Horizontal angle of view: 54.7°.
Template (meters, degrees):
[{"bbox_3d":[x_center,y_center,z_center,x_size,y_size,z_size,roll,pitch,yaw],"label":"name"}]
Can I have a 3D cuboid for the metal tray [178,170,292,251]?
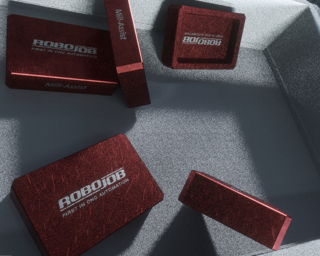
[{"bbox_3d":[0.075,0.078,0.320,0.090,0.130,0.030,25,87,16],"label":"metal tray"}]

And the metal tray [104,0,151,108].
[{"bbox_3d":[-0.042,-0.102,0.401,0.030,0.090,0.130,-12,65,-1],"label":"metal tray"}]

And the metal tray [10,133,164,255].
[{"bbox_3d":[-0.071,0.069,0.322,0.131,0.030,0.090,-25,76,-37],"label":"metal tray"}]

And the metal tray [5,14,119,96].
[{"bbox_3d":[-0.122,-0.090,0.392,0.131,0.030,0.090,1,61,-28],"label":"metal tray"}]

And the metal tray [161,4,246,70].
[{"bbox_3d":[0.070,-0.140,0.487,0.131,0.089,0.030,-6,25,-31],"label":"metal tray"}]
